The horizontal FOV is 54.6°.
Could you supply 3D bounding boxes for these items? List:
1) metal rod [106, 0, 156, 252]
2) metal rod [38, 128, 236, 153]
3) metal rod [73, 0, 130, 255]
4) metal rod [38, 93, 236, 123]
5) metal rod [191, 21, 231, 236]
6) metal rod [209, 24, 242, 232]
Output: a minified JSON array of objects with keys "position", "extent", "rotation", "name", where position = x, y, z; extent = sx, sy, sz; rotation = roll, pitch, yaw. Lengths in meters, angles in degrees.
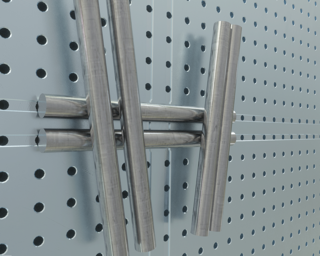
[{"position":[-0.032,-0.008,0.349],"extent":[0.025,0.025,0.298],"rotation":[-10,97,-39],"name":"metal rod"},{"position":[-0.002,0.015,0.407],"extent":[0.302,0.025,0.025],"rotation":[1,90,-40],"name":"metal rod"},{"position":[-0.061,-0.006,0.325],"extent":[0.025,0.025,0.298],"rotation":[-11,97,-39],"name":"metal rod"},{"position":[-0.002,-0.020,0.407],"extent":[0.302,0.025,0.025],"rotation":[1,90,-40],"name":"metal rod"},{"position":[0.073,-0.003,0.437],"extent":[0.025,0.025,0.299],"rotation":[12,83,-39],"name":"metal rod"},{"position":[0.093,-0.004,0.454],"extent":[0.025,0.025,0.299],"rotation":[12,83,-39],"name":"metal rod"}]
